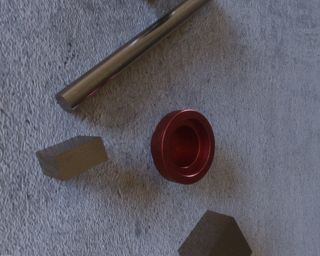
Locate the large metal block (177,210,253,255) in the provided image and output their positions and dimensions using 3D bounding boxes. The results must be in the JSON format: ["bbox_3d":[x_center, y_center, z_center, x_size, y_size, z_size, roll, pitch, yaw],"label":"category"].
[{"bbox_3d":[0.084,0.185,0.462,0.080,0.050,0.080,-45,117,-31],"label":"large metal block"}]

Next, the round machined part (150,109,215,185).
[{"bbox_3d":[0.026,0.024,0.418,0.099,0.042,0.097,0,90,-40],"label":"round machined part"}]

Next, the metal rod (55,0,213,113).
[{"bbox_3d":[-0.009,-0.118,0.398,0.301,0.025,0.025,-46,118,-30],"label":"metal rod"}]

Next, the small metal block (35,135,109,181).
[{"bbox_3d":[-0.090,0.028,0.315,0.050,0.050,0.025,-25,106,-38],"label":"small metal block"}]
